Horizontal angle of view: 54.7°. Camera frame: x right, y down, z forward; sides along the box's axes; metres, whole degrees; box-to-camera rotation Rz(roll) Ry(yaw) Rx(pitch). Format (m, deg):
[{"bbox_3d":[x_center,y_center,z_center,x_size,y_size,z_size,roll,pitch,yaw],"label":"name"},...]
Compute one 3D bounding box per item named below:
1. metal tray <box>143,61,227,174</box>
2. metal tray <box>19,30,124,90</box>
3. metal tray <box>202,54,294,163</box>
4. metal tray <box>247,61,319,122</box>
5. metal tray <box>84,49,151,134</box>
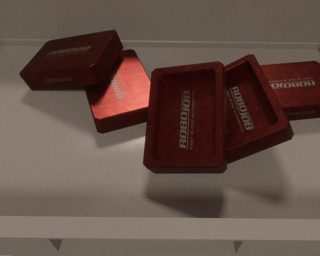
[{"bbox_3d":[0.032,-0.012,0.370,0.090,0.030,0.130,-3,68,18],"label":"metal tray"},{"bbox_3d":[-0.129,-0.100,0.457,0.130,0.030,0.090,-1,47,23],"label":"metal tray"},{"bbox_3d":[0.101,-0.027,0.399,0.090,0.030,0.130,-25,48,17],"label":"metal tray"},{"bbox_3d":[0.182,-0.054,0.450,0.131,0.030,0.090,-6,50,-5],"label":"metal tray"},{"bbox_3d":[-0.062,-0.058,0.450,0.091,0.030,0.130,-15,52,-13],"label":"metal tray"}]
